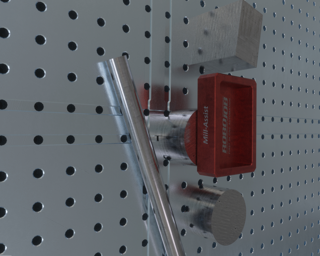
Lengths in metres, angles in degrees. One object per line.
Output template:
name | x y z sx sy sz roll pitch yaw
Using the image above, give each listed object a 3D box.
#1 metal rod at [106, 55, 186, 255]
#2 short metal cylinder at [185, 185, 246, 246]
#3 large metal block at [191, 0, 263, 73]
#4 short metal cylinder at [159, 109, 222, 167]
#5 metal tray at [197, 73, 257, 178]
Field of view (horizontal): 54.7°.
metal rod | -0.012 0.057 0.399 0.025 0.025 0.298 -26 107 -37
short metal cylinder | 0.084 0.128 0.465 0.081 0.050 0.079 0 90 -40
large metal block | 0.098 -0.129 0.455 0.050 0.080 0.080 15 81 -39
short metal cylinder | 0.045 0.012 0.431 0.081 0.050 0.079 0 90 -40
metal tray | 0.092 -0.003 0.418 0.091 0.030 0.129 1 90 -40
